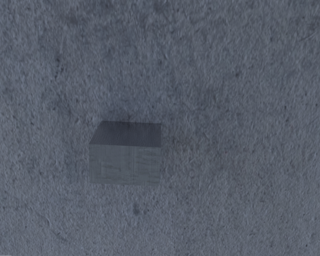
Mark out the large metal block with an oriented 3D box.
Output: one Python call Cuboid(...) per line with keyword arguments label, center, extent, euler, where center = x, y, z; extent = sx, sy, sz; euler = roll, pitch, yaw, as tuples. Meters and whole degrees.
Cuboid(label="large metal block", center=(-0.040, 0.029, 0.391), extent=(0.080, 0.080, 0.050), euler=(3, 110, -1))
